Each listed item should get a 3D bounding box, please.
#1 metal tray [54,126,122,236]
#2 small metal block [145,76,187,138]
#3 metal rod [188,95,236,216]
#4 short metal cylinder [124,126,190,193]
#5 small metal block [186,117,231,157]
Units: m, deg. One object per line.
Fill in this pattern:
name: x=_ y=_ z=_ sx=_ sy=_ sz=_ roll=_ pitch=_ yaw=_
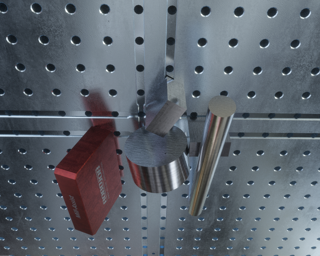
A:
metal tray: x=-0.092 y=0.074 z=0.427 sx=0.030 sy=0.090 sz=0.129 roll=13 pitch=133 yaw=17
small metal block: x=0.006 y=-0.025 z=0.374 sx=0.025 sy=0.050 sz=0.050 roll=25 pitch=126 yaw=-20
metal rod: x=0.058 y=0.060 z=0.407 sx=0.025 sy=0.025 sz=0.299 roll=-1 pitch=148 yaw=0
short metal cylinder: x=-0.002 y=0.038 z=0.408 sx=0.080 sy=0.080 sz=0.050 roll=-6 pitch=130 yaw=4
small metal block: x=0.062 y=0.011 z=0.406 sx=0.050 sy=0.050 sz=0.025 roll=0 pitch=130 yaw=-1
